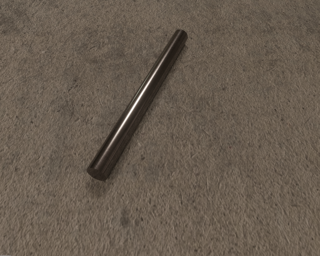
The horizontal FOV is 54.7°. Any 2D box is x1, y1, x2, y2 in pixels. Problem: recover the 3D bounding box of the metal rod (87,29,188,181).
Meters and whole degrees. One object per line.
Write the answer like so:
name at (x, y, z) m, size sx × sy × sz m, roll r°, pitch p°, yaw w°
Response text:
metal rod at (-0.018, -0.053, 0.447) m, size 0.025 × 0.025 × 0.301 m, roll 17°, pitch 52°, yaw 13°
